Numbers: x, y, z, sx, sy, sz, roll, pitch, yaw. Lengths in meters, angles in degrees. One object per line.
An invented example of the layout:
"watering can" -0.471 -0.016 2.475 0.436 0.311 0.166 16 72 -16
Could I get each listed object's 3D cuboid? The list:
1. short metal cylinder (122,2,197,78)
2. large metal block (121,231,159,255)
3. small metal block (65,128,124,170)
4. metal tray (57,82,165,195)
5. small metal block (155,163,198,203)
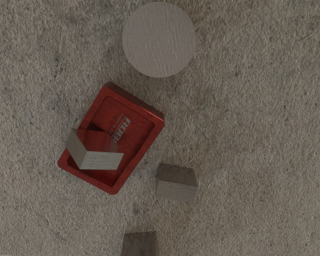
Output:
"short metal cylinder" -0.001 -0.103 0.358 0.081 0.050 0.079 0 110 0
"large metal block" -0.026 0.213 0.459 0.050 0.080 0.079 -6 110 2
"small metal block" -0.081 0.026 0.381 0.050 0.050 0.025 8 115 -42
"metal tray" -0.065 0.016 0.412 0.090 0.030 0.129 31 107 -11
"small metal block" 0.021 0.074 0.424 0.050 0.050 0.025 11 110 -4
